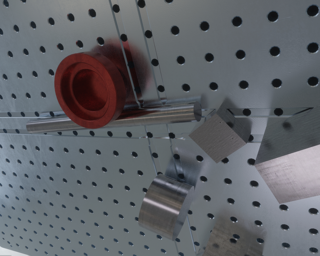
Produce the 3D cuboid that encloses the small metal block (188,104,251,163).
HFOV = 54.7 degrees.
[{"bbox_3d":[0.072,0.008,0.378,0.050,0.025,0.050,45,129,-3],"label":"small metal block"}]

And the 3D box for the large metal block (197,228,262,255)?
[{"bbox_3d":[0.098,0.214,0.476,0.080,0.050,0.079,27,128,11],"label":"large metal block"}]

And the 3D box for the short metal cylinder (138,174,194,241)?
[{"bbox_3d":[0.011,0.111,0.439,0.050,0.080,0.079,18,126,17],"label":"short metal cylinder"}]

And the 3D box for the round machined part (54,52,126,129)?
[{"bbox_3d":[-0.086,-0.051,0.407,0.098,0.042,0.097,10,113,24],"label":"round machined part"}]

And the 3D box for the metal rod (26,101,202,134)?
[{"bbox_3d":[-0.085,-0.011,0.448,0.300,0.025,0.025,-4,117,30],"label":"metal rod"}]

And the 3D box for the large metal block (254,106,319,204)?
[{"bbox_3d":[0.150,0.023,0.310,0.080,0.080,0.050,-26,104,37],"label":"large metal block"}]
